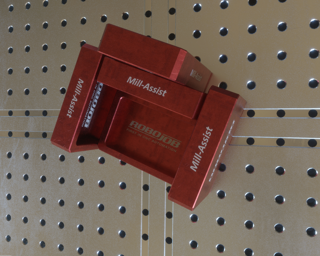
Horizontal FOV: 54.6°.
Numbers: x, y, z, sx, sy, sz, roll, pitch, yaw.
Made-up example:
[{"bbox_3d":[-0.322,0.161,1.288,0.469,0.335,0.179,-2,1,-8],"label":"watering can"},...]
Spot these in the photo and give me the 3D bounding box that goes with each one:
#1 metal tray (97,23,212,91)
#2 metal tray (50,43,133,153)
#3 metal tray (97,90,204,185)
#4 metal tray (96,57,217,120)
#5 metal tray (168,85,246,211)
[{"bbox_3d":[0.001,-0.075,0.356,0.090,0.130,0.030,24,99,18],"label":"metal tray"},{"bbox_3d":[-0.085,-0.035,0.408,0.030,0.090,0.129,23,98,18],"label":"metal tray"},{"bbox_3d":[-0.010,0.011,0.413,0.130,0.030,0.090,23,98,18],"label":"metal tray"},{"bbox_3d":[0.001,-0.046,0.378,0.130,0.090,0.030,23,98,18],"label":"metal tray"},{"bbox_3d":[0.057,0.021,0.357,0.030,0.090,0.129,23,98,18],"label":"metal tray"}]
